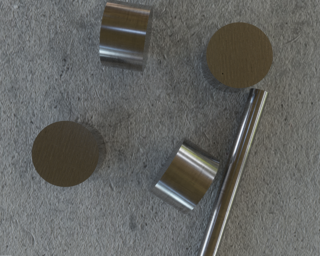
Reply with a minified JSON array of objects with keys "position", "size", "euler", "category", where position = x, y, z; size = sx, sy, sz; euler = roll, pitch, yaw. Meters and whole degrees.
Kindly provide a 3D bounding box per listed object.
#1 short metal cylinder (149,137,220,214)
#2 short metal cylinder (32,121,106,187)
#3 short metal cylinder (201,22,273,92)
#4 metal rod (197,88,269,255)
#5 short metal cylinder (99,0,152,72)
[{"position":[0.029,0.058,0.383],"size":[0.050,0.080,0.080],"euler":[33,90,0],"category":"short metal cylinder"},{"position":[-0.114,0.031,0.397],"size":[0.081,0.050,0.080],"euler":[0,90,0],"category":"short metal cylinder"},{"position":[0.096,-0.088,0.398],"size":[0.081,0.050,0.080],"euler":[0,90,0],"category":"short metal cylinder"},{"position":[0.087,0.093,0.410],"size":[0.025,0.025,0.298],"euler":[18,90,0],"category":"metal rod"},{"position":[-0.040,-0.112,0.382],"size":[0.050,0.080,0.080],"euler":[9,90,0],"category":"short metal cylinder"}]
